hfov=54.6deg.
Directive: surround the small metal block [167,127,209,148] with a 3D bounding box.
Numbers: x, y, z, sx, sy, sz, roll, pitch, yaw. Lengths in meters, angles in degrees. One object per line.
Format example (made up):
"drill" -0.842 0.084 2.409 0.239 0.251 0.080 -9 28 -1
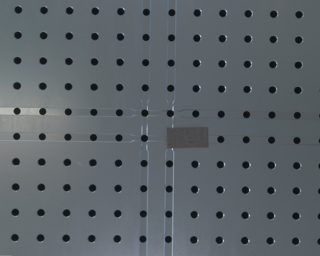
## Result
"small metal block" 0.034 0.012 0.401 0.050 0.050 0.025 -1 90 0
